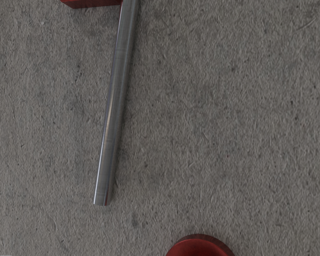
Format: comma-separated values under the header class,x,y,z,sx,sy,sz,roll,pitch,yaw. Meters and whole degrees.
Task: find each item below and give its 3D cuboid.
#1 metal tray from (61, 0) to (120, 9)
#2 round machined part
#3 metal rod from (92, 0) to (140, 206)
class,x,y,z,sx,sy,sz,roll,pitch,yaw
metal tray,-0.095,-0.242,0.439,0.090,0.030,0.129,3,91,19
round machined part,0.048,0.187,0.383,0.098,0.042,0.097,0,90,20
metal rod,-0.061,-0.041,0.430,0.025,0.025,0.298,10,93,19
